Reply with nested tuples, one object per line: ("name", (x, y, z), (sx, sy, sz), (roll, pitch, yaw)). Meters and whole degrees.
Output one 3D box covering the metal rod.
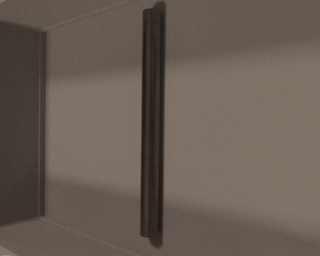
("metal rod", (-0.012, -0.006, 0.414), (0.025, 0.025, 0.298), (1, 91, 39))
